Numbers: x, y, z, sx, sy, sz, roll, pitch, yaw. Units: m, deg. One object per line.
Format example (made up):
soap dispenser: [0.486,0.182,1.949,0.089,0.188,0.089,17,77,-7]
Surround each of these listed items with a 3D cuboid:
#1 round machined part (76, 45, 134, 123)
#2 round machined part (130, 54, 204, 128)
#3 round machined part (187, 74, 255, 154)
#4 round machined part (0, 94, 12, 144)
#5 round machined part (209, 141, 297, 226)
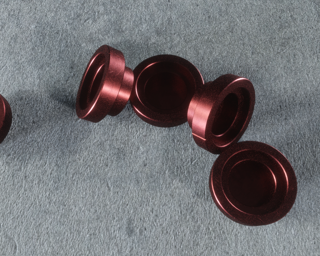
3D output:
round machined part: [-0.068,-0.053,0.398,0.042,0.098,0.098,19,67,-31]
round machined part: [0.008,-0.046,0.416,0.099,0.042,0.098,0,70,0]
round machined part: [0.072,-0.020,0.383,0.042,0.098,0.098,29,70,39]
round machined part: [-0.240,-0.007,0.400,0.099,0.042,0.098,0,70,0]
round machined part: [0.108,0.068,0.375,0.099,0.042,0.098,0,70,0]
